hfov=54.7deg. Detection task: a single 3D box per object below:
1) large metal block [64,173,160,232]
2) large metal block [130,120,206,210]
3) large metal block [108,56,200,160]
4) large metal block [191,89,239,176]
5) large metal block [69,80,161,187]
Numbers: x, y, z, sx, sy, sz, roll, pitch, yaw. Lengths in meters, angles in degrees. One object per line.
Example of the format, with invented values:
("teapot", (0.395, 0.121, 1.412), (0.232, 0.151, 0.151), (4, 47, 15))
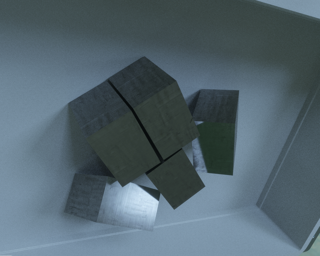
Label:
("large metal block", (-0.059, 0.092, 0.389), (0.080, 0.080, 0.050), (24, 71, -37))
("large metal block", (0.005, 0.045, 0.403), (0.050, 0.080, 0.080), (-36, 130, -5))
("large metal block", (-0.007, -0.024, 0.354), (0.050, 0.080, 0.080), (-34, 129, -7))
("large metal block", (0.075, 0.003, 0.408), (0.050, 0.080, 0.079), (4, 126, 15))
("large metal block", (-0.051, 0.005, 0.348), (0.050, 0.080, 0.080), (-33, 129, -7))
